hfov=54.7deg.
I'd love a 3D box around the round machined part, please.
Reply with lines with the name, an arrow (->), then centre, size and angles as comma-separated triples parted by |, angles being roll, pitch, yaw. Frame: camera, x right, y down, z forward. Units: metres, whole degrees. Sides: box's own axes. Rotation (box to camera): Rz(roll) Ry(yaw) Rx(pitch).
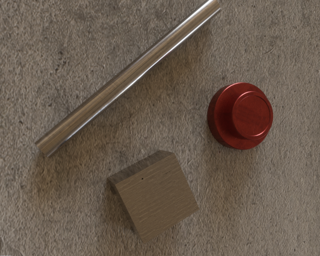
round machined part -> 0.122, -0.017, 0.445 | 0.099, 0.042, 0.097 | 0, 90, -20

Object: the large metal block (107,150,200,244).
large metal block -> -0.009, 0.083, 0.393 | 0.081, 0.050, 0.080 | -27, 99, -18

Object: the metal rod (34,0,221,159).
metal rod -> -0.030, -0.073, 0.397 | 0.301, 0.025, 0.025 | -43, 104, -15
